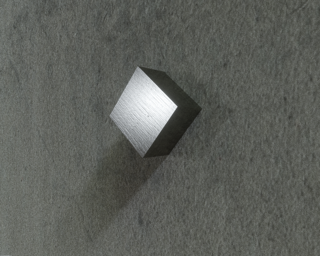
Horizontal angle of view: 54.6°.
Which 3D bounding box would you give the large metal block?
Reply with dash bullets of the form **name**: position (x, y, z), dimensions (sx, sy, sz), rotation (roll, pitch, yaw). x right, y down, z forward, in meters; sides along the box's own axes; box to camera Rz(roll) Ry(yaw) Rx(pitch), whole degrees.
- **large metal block**: position (-0.008, -0.020, 0.396), dimensions (0.080, 0.050, 0.080), rotation (49, 119, 29)
